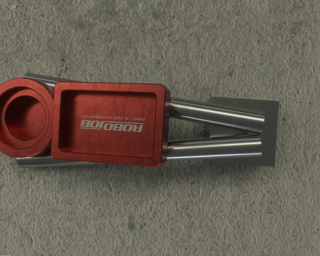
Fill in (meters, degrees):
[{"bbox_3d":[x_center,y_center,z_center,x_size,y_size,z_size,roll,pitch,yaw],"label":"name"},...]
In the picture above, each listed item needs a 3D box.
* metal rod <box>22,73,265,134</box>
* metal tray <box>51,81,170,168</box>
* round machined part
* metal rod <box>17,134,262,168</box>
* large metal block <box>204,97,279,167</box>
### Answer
[{"bbox_3d":[-0.030,-0.033,0.378,0.301,0.025,0.025,11,90,12],"label":"metal rod"},{"bbox_3d":[-0.057,-0.006,0.356,0.131,0.030,0.089,3,90,12],"label":"metal tray"},{"bbox_3d":[-0.166,-0.012,0.395,0.098,0.042,0.097,0,90,10],"label":"round machined part"},{"bbox_3d":[-0.034,0.030,0.379,0.301,0.025,0.025,-4,90,12],"label":"metal rod"},{"bbox_3d":[0.101,0.004,0.398,0.081,0.050,0.079,4,90,-1],"label":"large metal block"}]
